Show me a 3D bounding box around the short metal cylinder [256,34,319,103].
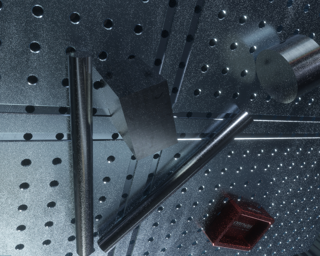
[{"bbox_3d":[0.179,-0.081,0.426,0.050,0.080,0.080,-28,128,-11],"label":"short metal cylinder"}]

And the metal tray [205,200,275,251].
[{"bbox_3d":[0.163,0.199,0.623,0.131,0.030,0.090,25,105,-37],"label":"metal tray"}]

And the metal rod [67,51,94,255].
[{"bbox_3d":[-0.097,0.053,0.391,0.025,0.025,0.298,-8,122,-25],"label":"metal rod"}]

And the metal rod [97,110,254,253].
[{"bbox_3d":[0.024,0.082,0.476,0.300,0.025,0.025,-42,130,0],"label":"metal rod"}]

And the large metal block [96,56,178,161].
[{"bbox_3d":[-0.026,-0.025,0.348,0.050,0.080,0.080,-23,127,-15],"label":"large metal block"}]
